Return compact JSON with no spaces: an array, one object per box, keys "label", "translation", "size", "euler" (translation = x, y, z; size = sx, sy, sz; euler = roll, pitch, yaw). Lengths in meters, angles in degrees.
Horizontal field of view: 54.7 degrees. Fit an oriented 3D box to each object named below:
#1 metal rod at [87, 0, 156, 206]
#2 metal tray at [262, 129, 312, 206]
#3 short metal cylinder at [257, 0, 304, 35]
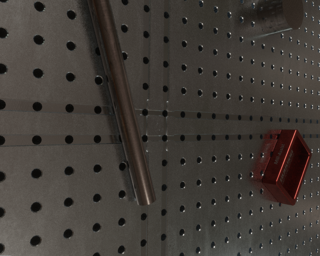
[{"label":"metal rod","translation":[-0.049,-0.050,0.369],"size":[0.025,0.025,0.298],"euler":[-21,103,-38]},{"label":"metal tray","translation":[0.261,0.078,0.628],"size":[0.090,0.030,0.130],"euler":[46,62,-31]},{"label":"short metal cylinder","translation":[0.230,-0.222,0.588],"size":[0.081,0.050,0.079],"euler":[0,91,-40]}]
